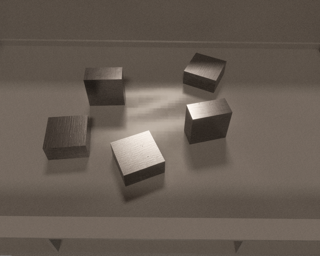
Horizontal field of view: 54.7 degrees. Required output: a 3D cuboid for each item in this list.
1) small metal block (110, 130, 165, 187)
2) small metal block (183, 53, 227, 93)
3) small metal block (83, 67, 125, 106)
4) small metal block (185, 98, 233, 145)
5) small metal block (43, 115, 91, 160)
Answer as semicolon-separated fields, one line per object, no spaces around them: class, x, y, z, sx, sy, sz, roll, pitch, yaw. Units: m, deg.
small metal block;-0.027;0.036;0.375;0.050;0.025;0.050;-18;53;-15
small metal block;0.069;-0.086;0.478;0.050;0.025;0.050;20;53;16
small metal block;-0.076;-0.058;0.436;0.050;0.050;0.025;-2;50;-2
small metal block;0.060;-0.008;0.396;0.050;0.050;0.025;-11;51;-9
small metal block;-0.116;0.012;0.394;0.050;0.025;0.050;-4;50;-4
